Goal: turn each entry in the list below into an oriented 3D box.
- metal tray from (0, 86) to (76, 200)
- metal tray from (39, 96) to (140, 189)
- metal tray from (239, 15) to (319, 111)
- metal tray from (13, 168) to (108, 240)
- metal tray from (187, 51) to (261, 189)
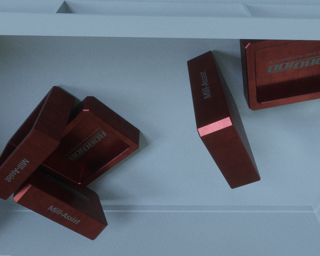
[{"bbox_3d":[-0.160,0.019,0.379,0.030,0.090,0.130,35,122,-26],"label":"metal tray"},{"bbox_3d":[-0.103,0.025,0.425,0.130,0.030,0.090,-37,122,26],"label":"metal tray"},{"bbox_3d":[0.160,-0.074,0.345,0.131,0.030,0.090,-11,130,8],"label":"metal tray"},{"bbox_3d":[-0.141,0.099,0.446,0.130,0.090,0.030,40,92,-29],"label":"metal tray"},{"bbox_3d":[0.065,-0.013,0.330,0.030,0.130,0.090,-22,127,17],"label":"metal tray"}]
